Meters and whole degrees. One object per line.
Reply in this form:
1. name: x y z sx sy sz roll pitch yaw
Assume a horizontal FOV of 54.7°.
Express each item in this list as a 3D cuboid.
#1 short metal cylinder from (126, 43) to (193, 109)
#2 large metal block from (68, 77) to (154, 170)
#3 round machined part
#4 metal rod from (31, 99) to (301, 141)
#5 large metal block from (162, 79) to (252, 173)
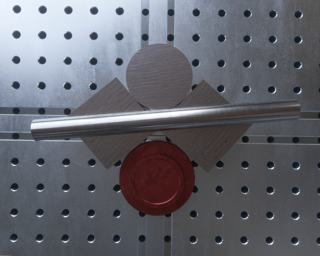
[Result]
1. short metal cylinder: -0.001 -0.062 0.397 0.081 0.050 0.079 0 90 0
2. large metal block: -0.058 -0.006 0.396 0.080 0.050 0.080 -39 92 0
3. round machined part: -0.004 0.065 0.401 0.099 0.042 0.097 0 90 0
4. metal rod: 0.006 -0.009 0.358 0.302 0.025 0.025 -5 90 0
5. large metal block: 0.055 -0.003 0.395 0.080 0.050 0.080 42 91 0
